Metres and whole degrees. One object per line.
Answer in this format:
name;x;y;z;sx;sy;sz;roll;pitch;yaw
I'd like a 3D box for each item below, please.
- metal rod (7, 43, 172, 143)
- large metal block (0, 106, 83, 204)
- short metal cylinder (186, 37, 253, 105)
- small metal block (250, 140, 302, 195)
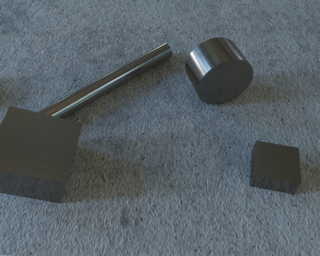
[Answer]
metal rod;-0.099;-0.050;0.443;0.302;0.025;0.025;-35;59;-26
large metal block;-0.138;0.030;0.345;0.081;0.050;0.080;14;49;-13
short metal cylinder;0.082;-0.079;0.435;0.081;0.080;0.050;-12;51;-11
small metal block;0.136;0.046;0.366;0.050;0.025;0.050;10;51;8
